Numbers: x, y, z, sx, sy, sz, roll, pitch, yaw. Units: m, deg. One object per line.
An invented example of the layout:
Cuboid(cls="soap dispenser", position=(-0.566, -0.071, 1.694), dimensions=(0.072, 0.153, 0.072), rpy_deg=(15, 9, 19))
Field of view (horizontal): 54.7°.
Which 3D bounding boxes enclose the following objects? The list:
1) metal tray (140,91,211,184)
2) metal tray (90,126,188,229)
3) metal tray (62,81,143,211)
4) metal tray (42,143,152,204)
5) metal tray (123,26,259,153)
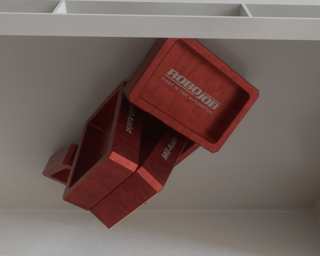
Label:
Cuboid(cls="metal tray", position=(-0.006, 0.016, 0.417), dimensions=(0.090, 0.030, 0.129), rpy_deg=(32, 123, -25))
Cuboid(cls="metal tray", position=(-0.018, 0.048, 0.363), dimensions=(0.030, 0.131, 0.090), rpy_deg=(45, 119, -5))
Cuboid(cls="metal tray", position=(-0.060, 0.015, 0.349), dimensions=(0.030, 0.130, 0.090), rpy_deg=(33, 123, -24))
Cuboid(cls="metal tray", position=(-0.089, 0.073, 0.442), dimensions=(0.130, 0.030, 0.090), rpy_deg=(32, 147, -25))
Cuboid(cls="metal tray", position=(0.037, -0.040, 0.348), dimensions=(0.131, 0.030, 0.090), rpy_deg=(32, 98, -24))
